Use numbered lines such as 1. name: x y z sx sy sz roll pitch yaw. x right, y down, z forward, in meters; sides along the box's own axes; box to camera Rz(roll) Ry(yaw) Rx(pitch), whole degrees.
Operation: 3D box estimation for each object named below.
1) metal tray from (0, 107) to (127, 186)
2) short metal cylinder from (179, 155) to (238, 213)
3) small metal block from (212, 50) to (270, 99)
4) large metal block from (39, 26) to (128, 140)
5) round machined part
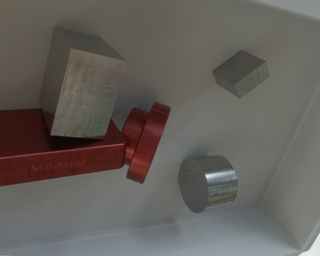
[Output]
1. metal tray: -0.110 0.012 0.314 0.131 0.090 0.030 -5 121 -26
2. short metal cylinder: 0.070 0.083 0.465 0.050 0.080 0.079 -4 121 -27
3. small metal block: 0.106 -0.072 0.408 0.050 0.050 0.025 -37 130 -4
4. large metal block: -0.079 -0.045 0.303 0.050 0.080 0.079 7 115 -32
5. round machined part: -0.023 0.013 0.370 0.042 0.098 0.097 20 111 -1
